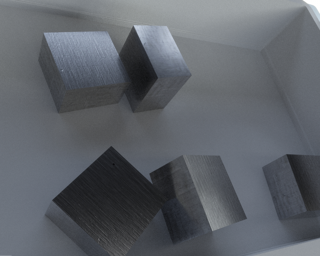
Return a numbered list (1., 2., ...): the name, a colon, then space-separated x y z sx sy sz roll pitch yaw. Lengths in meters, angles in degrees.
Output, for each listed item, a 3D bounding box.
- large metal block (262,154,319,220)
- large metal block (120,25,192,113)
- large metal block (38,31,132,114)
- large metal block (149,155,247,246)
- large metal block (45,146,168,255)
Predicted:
1. large metal block: 0.208 0.086 0.452 0.081 0.050 0.080 5 60 -26
2. large metal block: -0.013 -0.077 0.412 0.050 0.080 0.080 -11 68 -33
3. large metal block: -0.094 -0.071 0.383 0.081 0.050 0.080 -14 69 -34
4. large metal block: 0.044 0.078 0.351 0.080 0.050 0.080 8 56 -51
5. large metal block: -0.053 0.080 0.313 0.080 0.050 0.080 43 51 1
